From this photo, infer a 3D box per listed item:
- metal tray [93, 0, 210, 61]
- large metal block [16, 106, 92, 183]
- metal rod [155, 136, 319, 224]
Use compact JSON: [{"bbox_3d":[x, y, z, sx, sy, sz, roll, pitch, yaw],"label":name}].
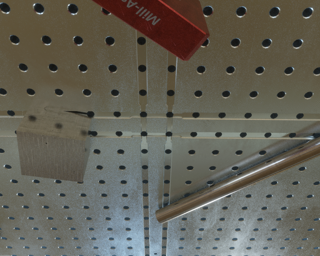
[{"bbox_3d":[-0.021,-0.121,0.265,0.131,0.090,0.030,28,125,-22],"label":"metal tray"},{"bbox_3d":[-0.138,0.023,0.413,0.081,0.050,0.079,9,130,-8],"label":"large metal block"},{"bbox_3d":[0.119,0.086,0.486,0.300,0.025,0.025,-30,124,23],"label":"metal rod"}]
